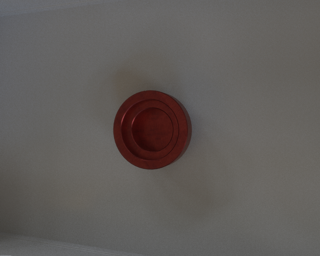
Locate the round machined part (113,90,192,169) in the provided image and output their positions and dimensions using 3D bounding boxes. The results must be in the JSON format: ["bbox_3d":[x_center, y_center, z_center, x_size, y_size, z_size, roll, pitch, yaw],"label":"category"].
[{"bbox_3d":[-0.007,0.002,0.399,0.098,0.042,0.097,0,90,19],"label":"round machined part"}]
